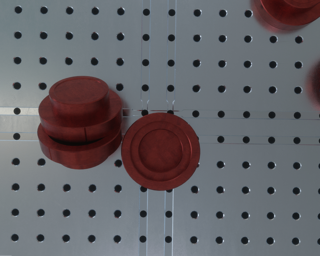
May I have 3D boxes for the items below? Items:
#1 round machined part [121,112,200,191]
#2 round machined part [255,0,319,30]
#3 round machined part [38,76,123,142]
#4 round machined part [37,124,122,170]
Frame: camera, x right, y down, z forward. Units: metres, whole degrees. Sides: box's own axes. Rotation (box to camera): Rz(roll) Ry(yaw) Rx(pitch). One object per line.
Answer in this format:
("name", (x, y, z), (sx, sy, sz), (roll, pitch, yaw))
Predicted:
("round machined part", (0.001, 0.029, 0.405), (0.099, 0.042, 0.097), (0, 90, 0))
("round machined part", (0.178, -0.183, 0.406), (0.099, 0.042, 0.097), (0, 90, 0))
("round machined part", (-0.095, -0.029, 0.374), (0.099, 0.098, 0.042), (3, 127, 0))
("round machined part", (-0.097, 0.014, 0.386), (0.099, 0.098, 0.042), (3, 127, 0))
